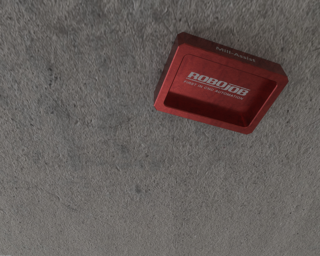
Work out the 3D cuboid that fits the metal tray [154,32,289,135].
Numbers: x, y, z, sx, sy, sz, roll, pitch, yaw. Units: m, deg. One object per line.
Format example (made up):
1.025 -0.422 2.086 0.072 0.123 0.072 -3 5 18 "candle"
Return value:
0.067 -0.048 0.363 0.131 0.030 0.089 15 129 -12 "metal tray"
